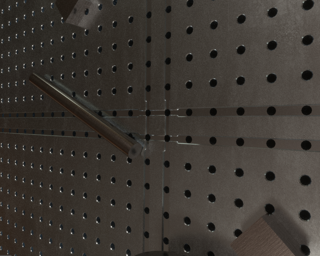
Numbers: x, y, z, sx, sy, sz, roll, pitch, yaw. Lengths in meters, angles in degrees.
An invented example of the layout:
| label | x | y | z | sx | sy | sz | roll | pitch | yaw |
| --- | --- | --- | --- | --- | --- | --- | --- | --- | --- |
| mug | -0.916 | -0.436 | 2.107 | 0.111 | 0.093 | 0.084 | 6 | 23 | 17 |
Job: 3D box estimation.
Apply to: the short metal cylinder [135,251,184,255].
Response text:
| label | x | y | z | sx | sy | sz | roll | pitch | yaw |
| --- | --- | --- | --- | --- | --- | --- | --- | --- | --- |
| short metal cylinder | -0.001 | 0.189 | 0.373 | 0.080 | 0.081 | 0.050 | 2 | 92 | 39 |

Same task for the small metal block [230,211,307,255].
| label | x | y | z | sx | sy | sz | roll | pitch | yaw |
| --- | --- | --- | --- | --- | --- | --- | --- | --- | --- |
| small metal block | 0.110 | 0.124 | 0.318 | 0.050 | 0.025 | 0.050 | 51 | 120 | 27 |

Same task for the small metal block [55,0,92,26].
| label | x | y | z | sx | sy | sz | roll | pitch | yaw |
| --- | --- | --- | --- | --- | --- | --- | --- | --- | --- |
| small metal block | -0.149 | -0.213 | 0.529 | 0.050 | 0.025 | 0.050 | -44 | 64 | 30 |

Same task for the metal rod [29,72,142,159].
| label | x | y | z | sx | sy | sz | roll | pitch | yaw |
| --- | --- | --- | --- | --- | --- | --- | --- | --- | --- |
| metal rod | -0.139 | -0.032 | 0.521 | 0.300 | 0.025 | 0.025 | 32 | 110 | 35 |
